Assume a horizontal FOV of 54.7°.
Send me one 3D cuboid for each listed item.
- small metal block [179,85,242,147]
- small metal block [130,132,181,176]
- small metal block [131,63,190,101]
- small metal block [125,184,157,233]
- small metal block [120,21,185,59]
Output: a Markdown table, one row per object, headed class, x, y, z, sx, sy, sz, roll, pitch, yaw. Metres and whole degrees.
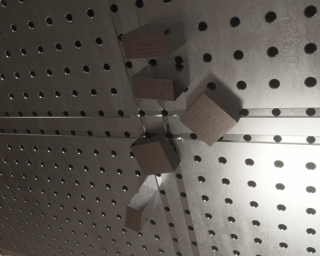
| class | x | y | z | sx | sy | sz | roll | pitch | yaw |
| --- | --- | --- | --- | --- | --- | --- | --- | --- | --- |
| small metal block | 0.060 | -0.014 | 0.370 | 0.050 | 0.025 | 0.050 | 41 | 129 | -1 |
| small metal block | -0.006 | 0.037 | 0.436 | 0.050 | 0.025 | 0.050 | -13 | 112 | 33 |
| small metal block | 0.002 | -0.055 | 0.359 | 0.050 | 0.050 | 0.025 | 8 | 122 | 24 |
| small metal block | -0.030 | 0.126 | 0.488 | 0.025 | 0.050 | 0.050 | 20 | 126 | 16 |
| small metal block | -0.006 | -0.096 | 0.338 | 0.050 | 0.050 | 0.025 | 3 | 120 | 26 |
